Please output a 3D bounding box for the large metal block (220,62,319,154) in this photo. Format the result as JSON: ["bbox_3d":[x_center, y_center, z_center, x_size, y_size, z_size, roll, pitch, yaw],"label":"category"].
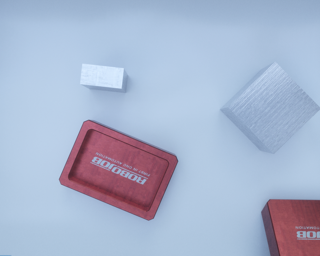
[{"bbox_3d":[0.139,-0.025,0.401,0.080,0.050,0.080,-44,91,0],"label":"large metal block"}]

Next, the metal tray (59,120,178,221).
[{"bbox_3d":[-0.053,0.054,0.408,0.131,0.030,0.090,23,90,-1],"label":"metal tray"}]

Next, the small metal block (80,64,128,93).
[{"bbox_3d":[-0.070,-0.063,0.398,0.050,0.050,0.025,6,90,-1],"label":"small metal block"}]

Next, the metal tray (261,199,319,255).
[{"bbox_3d":[0.203,0.137,0.386,0.131,0.030,0.090,1,49,-1],"label":"metal tray"}]
